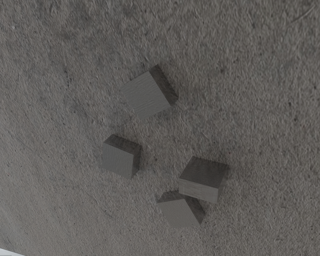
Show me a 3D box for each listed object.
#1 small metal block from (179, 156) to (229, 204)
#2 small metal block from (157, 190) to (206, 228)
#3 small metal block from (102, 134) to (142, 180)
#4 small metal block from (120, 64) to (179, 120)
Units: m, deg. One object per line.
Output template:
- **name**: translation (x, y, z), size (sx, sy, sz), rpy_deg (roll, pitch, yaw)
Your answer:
- **small metal block**: translation (0.057, 0.066, 0.401), size (0.050, 0.050, 0.025), rpy_deg (12, 124, 21)
- **small metal block**: translation (0.032, 0.121, 0.465), size (0.050, 0.025, 0.050), rpy_deg (-19, 109, 35)
- **small metal block**: translation (-0.058, 0.043, 0.464), size (0.050, 0.025, 0.050), rpy_deg (21, 126, 15)
- **small metal block**: translation (-0.013, -0.044, 0.387), size (0.050, 0.025, 0.050), rpy_deg (-23, 106, 36)
